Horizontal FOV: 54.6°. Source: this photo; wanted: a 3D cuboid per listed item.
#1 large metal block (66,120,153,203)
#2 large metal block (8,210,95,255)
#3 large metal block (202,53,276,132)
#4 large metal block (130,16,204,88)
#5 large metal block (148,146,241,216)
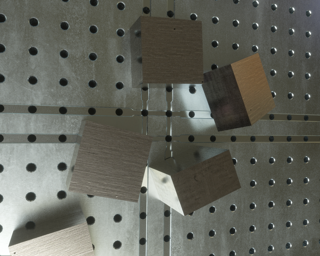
[{"bbox_3d":[-0.062,0.039,0.376,0.081,0.050,0.080,15,85,-20],"label":"large metal block"},{"bbox_3d":[-0.118,0.151,0.356,0.081,0.050,0.080,-13,95,-20],"label":"large metal block"},{"bbox_3d":[0.107,-0.049,0.422,0.081,0.050,0.080,-28,101,-44],"label":"large metal block"},{"bbox_3d":[0.008,-0.094,0.402,0.081,0.050,0.080,-2,91,-20],"label":"large metal block"},{"bbox_3d":[0.042,0.063,0.399,0.081,0.080,0.050,-21,97,-19],"label":"large metal block"}]
